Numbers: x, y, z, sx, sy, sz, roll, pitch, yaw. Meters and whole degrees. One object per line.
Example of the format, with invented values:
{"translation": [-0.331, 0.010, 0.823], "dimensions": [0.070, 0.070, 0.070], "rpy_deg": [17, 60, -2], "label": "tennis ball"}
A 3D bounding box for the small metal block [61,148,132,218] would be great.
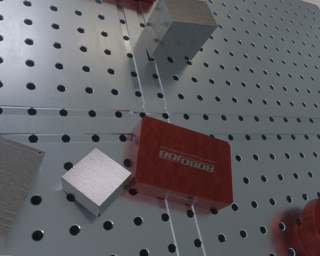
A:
{"translation": [-0.067, 0.057, 0.329], "dimensions": [0.050, 0.025, 0.050], "rpy_deg": [33, 49, 15], "label": "small metal block"}

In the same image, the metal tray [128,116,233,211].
{"translation": [0.028, 0.045, 0.392], "dimensions": [0.131, 0.030, 0.090], "rpy_deg": [18, 55, -18], "label": "metal tray"}

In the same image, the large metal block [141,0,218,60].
{"translation": [0.028, -0.152, 0.480], "dimensions": [0.081, 0.080, 0.050], "rpy_deg": [-6, 65, -31], "label": "large metal block"}

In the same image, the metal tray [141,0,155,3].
{"translation": [-0.068, -0.273, 0.534], "dimensions": [0.131, 0.030, 0.090], "rpy_deg": [5, 59, -26], "label": "metal tray"}

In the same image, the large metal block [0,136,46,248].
{"translation": [-0.160, 0.051, 0.275], "dimensions": [0.080, 0.050, 0.080], "rpy_deg": [23, 53, -15], "label": "large metal block"}

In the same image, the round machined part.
{"translation": [0.237, 0.148, 0.434], "dimensions": [0.099, 0.042, 0.098], "rpy_deg": [14, 56, -21], "label": "round machined part"}
